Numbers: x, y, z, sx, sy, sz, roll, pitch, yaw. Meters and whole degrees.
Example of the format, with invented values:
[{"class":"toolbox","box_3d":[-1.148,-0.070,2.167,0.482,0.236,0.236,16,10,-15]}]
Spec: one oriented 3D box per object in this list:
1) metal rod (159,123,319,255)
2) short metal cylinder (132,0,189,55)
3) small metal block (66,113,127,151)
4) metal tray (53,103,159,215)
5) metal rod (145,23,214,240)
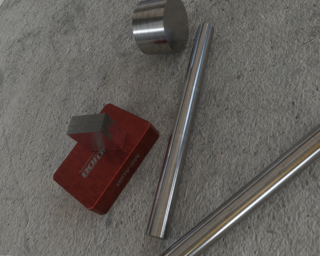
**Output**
[{"class":"metal rod","box_3d":[0.071,0.087,0.313,0.300,0.025,0.025,-40,51,1]},{"class":"short metal cylinder","box_3d":[0.003,-0.150,0.459,0.050,0.080,0.080,3,64,30]},{"class":"small metal block","box_3d":[-0.078,0.007,0.385,0.050,0.050,0.025,-4,60,26]},{"class":"metal tray","box_3d":[-0.073,0.037,0.416,0.090,0.030,0.130,26,75,36]},{"class":"metal rod","box_3d":[0.032,-0.014,0.395,0.025,0.025,0.300,1,62,29]}]
